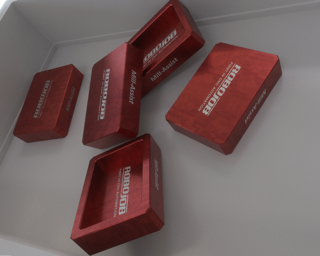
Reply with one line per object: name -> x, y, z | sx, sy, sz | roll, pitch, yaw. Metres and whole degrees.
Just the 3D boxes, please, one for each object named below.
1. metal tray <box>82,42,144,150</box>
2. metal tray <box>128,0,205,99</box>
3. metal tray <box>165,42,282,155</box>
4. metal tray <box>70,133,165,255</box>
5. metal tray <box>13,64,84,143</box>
metal tray -> -0.065, -0.043, 0.430 | 0.090, 0.030, 0.130 | -19, 60, 45
metal tray -> -0.005, -0.114, 0.451 | 0.130, 0.030, 0.090 | -37, 49, 25
metal tray -> 0.079, -0.041, 0.387 | 0.090, 0.030, 0.130 | 27, 76, 37
metal tray -> -0.044, 0.068, 0.353 | 0.090, 0.030, 0.130 | -24, 31, 13
metal tray -> -0.188, -0.043, 0.528 | 0.090, 0.030, 0.130 | -8, 58, 24
